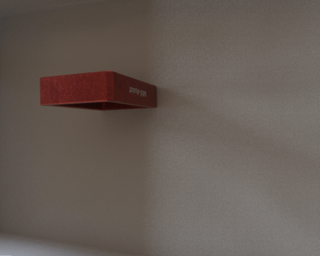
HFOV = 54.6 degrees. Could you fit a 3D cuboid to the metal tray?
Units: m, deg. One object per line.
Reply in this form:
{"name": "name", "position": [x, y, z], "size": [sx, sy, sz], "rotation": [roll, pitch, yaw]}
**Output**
{"name": "metal tray", "position": [-0.068, -0.041, 0.379], "size": [0.090, 0.130, 0.030], "rotation": [-2, 90, 20]}
